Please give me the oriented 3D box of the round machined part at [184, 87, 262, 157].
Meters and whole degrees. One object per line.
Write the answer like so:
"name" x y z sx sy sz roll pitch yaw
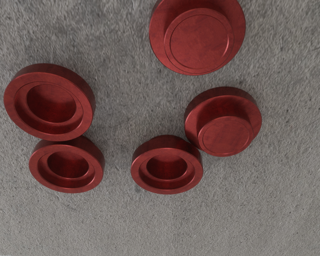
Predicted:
"round machined part" 0.081 -0.001 0.396 0.099 0.042 0.097 0 130 0

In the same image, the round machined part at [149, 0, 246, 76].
"round machined part" 0.038 -0.095 0.315 0.099 0.042 0.097 0 130 0

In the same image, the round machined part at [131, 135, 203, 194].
"round machined part" 0.010 0.047 0.435 0.099 0.042 0.097 1 132 1

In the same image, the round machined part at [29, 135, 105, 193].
"round machined part" -0.126 0.045 0.433 0.099 0.042 0.097 0 130 0

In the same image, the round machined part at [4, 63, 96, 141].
"round machined part" -0.125 -0.034 0.366 0.099 0.042 0.097 0 130 0
